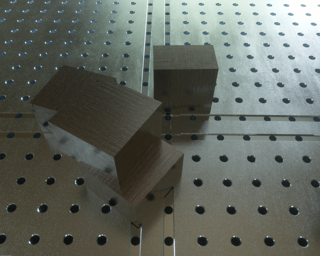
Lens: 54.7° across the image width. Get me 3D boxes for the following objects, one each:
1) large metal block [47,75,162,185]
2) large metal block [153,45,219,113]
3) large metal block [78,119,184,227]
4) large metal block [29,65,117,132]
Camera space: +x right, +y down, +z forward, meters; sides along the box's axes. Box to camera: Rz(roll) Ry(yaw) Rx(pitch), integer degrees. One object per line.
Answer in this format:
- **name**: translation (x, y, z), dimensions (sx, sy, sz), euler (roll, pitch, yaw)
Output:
- **large metal block**: translation (-0.053, 0.000, 0.326), dimensions (0.080, 0.050, 0.080), euler (26, 54, 20)
- **large metal block**: translation (0.032, -0.066, 0.428), dimensions (0.081, 0.080, 0.050), euler (-1, 50, -1)
- **large metal block**: translation (-0.030, 0.048, 0.350), dimensions (0.080, 0.050, 0.080), euler (31, 56, 23)
- **large metal block**: translation (-0.110, -0.033, 0.418), dimensions (0.080, 0.050, 0.080), euler (16, 52, 12)
